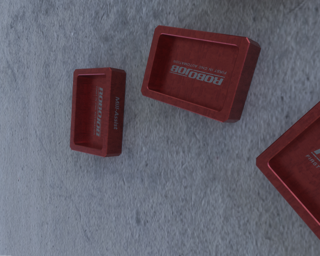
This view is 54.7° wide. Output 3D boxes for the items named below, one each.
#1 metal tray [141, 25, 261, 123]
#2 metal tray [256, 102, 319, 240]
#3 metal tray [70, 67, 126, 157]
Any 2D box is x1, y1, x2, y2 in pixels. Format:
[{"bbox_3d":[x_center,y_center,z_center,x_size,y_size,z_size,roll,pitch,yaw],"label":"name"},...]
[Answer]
[{"bbox_3d":[0.041,-0.067,0.365,0.130,0.030,0.089,22,104,37],"label":"metal tray"},{"bbox_3d":[0.160,0.050,0.268,0.090,0.030,0.130,-51,61,27],"label":"metal tray"},{"bbox_3d":[-0.098,-0.026,0.479,0.090,0.030,0.129,6,94,39],"label":"metal tray"}]
